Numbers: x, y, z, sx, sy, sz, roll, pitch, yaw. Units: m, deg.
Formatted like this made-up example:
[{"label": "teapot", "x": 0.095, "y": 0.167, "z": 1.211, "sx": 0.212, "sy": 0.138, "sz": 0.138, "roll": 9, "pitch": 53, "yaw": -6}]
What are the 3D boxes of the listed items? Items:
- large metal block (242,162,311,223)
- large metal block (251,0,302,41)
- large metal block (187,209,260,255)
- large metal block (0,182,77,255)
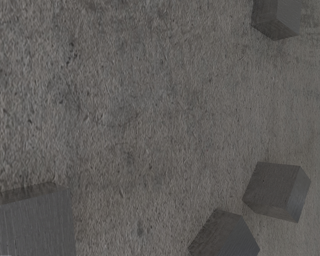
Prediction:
[{"label": "large metal block", "x": 0.203, "y": 0.109, "z": 0.539, "sx": 0.050, "sy": 0.080, "sz": 0.080, "roll": 45, "pitch": 63, "yaw": -31}, {"label": "large metal block", "x": 0.215, "y": -0.216, "z": 0.568, "sx": 0.081, "sy": 0.050, "sz": 0.080, "roll": 13, "pitch": 82, "yaw": -39}, {"label": "large metal block", "x": 0.099, "y": 0.185, "z": 0.472, "sx": 0.080, "sy": 0.050, "sz": 0.080, "roll": -45, "pitch": 117, "yaw": -30}, {"label": "large metal block", "x": -0.127, "y": 0.100, "z": 0.282, "sx": 0.081, "sy": 0.050, "sz": 0.079, "roll": -7, "pitch": 95, "yaw": -40}]
